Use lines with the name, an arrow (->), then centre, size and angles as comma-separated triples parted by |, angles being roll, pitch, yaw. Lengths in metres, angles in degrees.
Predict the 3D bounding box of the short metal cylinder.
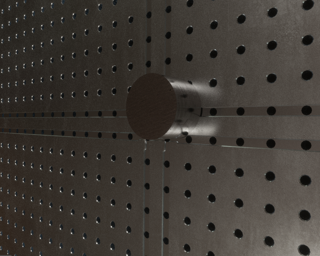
short metal cylinder -> 0.004, -0.026, 0.388 | 0.080, 0.050, 0.079 | 0, 90, 39
